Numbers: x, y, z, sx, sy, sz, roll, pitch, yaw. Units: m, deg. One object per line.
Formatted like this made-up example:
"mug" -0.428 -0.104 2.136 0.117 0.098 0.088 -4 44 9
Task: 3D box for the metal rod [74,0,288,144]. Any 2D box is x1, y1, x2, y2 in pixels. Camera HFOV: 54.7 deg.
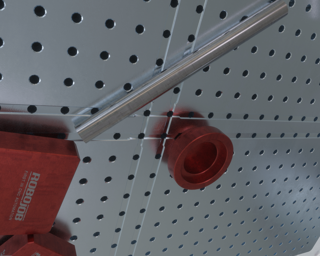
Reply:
"metal rod" 0.031 -0.074 0.382 0.301 0.025 0.025 -33 129 -7

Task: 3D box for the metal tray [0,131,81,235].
"metal tray" -0.157 0.068 0.355 0.091 0.030 0.129 11 120 -33

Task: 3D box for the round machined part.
"round machined part" 0.055 0.039 0.455 0.099 0.042 0.097 -14 124 -21

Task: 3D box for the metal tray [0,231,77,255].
"metal tray" -0.191 0.196 0.419 0.130 0.030 0.090 -38 130 2
